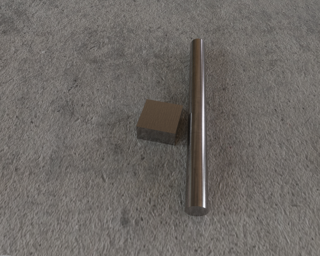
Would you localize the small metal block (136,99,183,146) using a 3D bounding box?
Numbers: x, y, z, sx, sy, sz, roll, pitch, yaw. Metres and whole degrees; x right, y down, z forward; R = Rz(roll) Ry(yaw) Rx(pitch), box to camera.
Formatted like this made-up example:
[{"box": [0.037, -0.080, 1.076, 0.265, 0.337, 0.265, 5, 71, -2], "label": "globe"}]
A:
[{"box": [0.001, -0.008, 0.410, 0.050, 0.025, 0.050, 11, 51, 8], "label": "small metal block"}]

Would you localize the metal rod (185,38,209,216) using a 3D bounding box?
[{"box": [0.051, -0.026, 0.425, 0.025, 0.025, 0.300, 4, 50, 3], "label": "metal rod"}]
